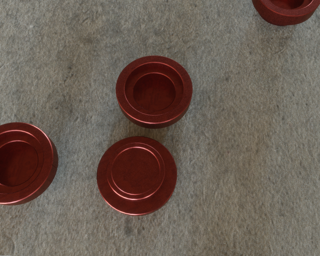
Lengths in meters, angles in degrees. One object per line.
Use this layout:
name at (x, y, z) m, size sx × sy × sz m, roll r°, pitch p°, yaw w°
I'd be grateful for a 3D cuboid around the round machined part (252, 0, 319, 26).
round machined part at (0.189, -0.197, 0.473) m, size 0.099 × 0.042 × 0.098 m, roll 0°, pitch 70°, yaw -1°

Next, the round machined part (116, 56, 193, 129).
round machined part at (-0.007, -0.044, 0.415) m, size 0.099 × 0.042 × 0.098 m, roll 0°, pitch 70°, yaw -1°

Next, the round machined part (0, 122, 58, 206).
round machined part at (-0.174, 0.045, 0.380) m, size 0.099 × 0.042 × 0.098 m, roll 0°, pitch 70°, yaw -1°

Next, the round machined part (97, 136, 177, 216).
round machined part at (-0.028, 0.056, 0.378) m, size 0.099 × 0.042 × 0.098 m, roll 0°, pitch 70°, yaw -1°
